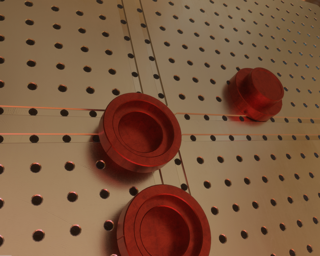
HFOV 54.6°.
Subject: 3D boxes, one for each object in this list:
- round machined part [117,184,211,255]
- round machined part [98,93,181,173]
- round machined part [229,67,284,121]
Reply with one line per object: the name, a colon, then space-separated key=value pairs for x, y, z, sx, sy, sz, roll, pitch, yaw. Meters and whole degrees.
round machined part: x=0.001 y=0.113 z=0.328 sx=0.099 sy=0.042 sz=0.098 roll=13 pitch=56 yaw=-21
round machined part: x=-0.027 y=0.009 z=0.377 sx=0.099 sy=0.042 sz=0.098 roll=13 pitch=56 yaw=-21
round machined part: x=0.170 y=-0.064 z=0.526 sx=0.099 sy=0.042 sz=0.098 roll=13 pitch=56 yaw=-21
